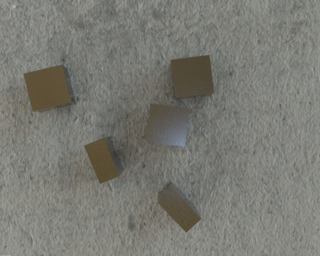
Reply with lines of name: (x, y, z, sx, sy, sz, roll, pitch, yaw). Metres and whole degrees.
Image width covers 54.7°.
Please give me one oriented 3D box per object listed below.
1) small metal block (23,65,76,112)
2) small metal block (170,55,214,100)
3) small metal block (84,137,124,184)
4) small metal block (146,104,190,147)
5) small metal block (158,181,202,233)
small metal block: (-0.144, -0.051, 0.408, 0.050, 0.025, 0.050, -14, 90, -1)
small metal block: (0.042, -0.066, 0.411, 0.050, 0.025, 0.050, -7, 90, -1)
small metal block: (-0.070, 0.039, 0.397, 0.025, 0.050, 0.050, -22, 90, 0)
small metal block: (0.010, -0.004, 0.410, 0.050, 0.025, 0.050, 7, 90, -1)
small metal block: (0.024, 0.100, 0.398, 0.025, 0.050, 0.050, -43, 91, 0)
